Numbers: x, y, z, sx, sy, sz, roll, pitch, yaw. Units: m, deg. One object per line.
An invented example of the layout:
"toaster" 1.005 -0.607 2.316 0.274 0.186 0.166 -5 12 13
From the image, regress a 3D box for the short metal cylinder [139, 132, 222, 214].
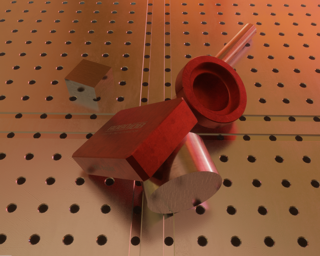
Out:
"short metal cylinder" 0.019 0.049 0.331 0.081 0.080 0.050 -13 51 -11

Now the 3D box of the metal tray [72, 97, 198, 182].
"metal tray" -0.032 0.012 0.342 0.130 0.030 0.090 -6 35 52

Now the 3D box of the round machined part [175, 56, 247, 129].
"round machined part" 0.064 -0.045 0.418 0.099 0.042 0.098 9 66 -22

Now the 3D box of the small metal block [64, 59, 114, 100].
"small metal block" -0.106 -0.074 0.469 0.050 0.025 0.050 19 52 15

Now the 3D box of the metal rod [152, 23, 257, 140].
"metal rod" 0.074 -0.083 0.478 0.025 0.025 0.301 29 55 22
